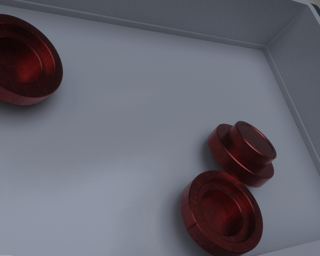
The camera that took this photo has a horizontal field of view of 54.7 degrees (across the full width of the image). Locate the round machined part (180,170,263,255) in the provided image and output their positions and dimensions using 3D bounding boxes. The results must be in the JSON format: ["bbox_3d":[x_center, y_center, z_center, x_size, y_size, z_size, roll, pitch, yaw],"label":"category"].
[{"bbox_3d":[0.067,0.102,0.362,0.099,0.042,0.098,17,47,-19],"label":"round machined part"}]

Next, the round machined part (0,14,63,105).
[{"bbox_3d":[-0.160,-0.069,0.335,0.098,0.042,0.098,32,44,-38],"label":"round machined part"}]

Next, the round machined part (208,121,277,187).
[{"bbox_3d":[0.117,0.028,0.419,0.098,0.042,0.098,28,30,-18],"label":"round machined part"}]
